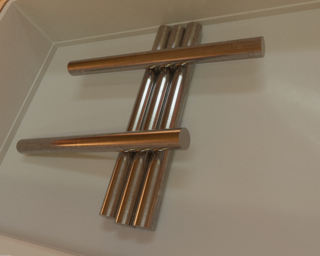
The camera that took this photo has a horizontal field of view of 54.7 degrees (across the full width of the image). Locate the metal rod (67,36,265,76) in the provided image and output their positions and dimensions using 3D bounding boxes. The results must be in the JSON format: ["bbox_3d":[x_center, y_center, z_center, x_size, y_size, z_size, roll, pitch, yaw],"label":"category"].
[{"bbox_3d":[-0.010,-0.097,0.437,0.300,0.025,0.025,0,62,28],"label":"metal rod"}]

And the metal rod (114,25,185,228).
[{"bbox_3d":[-0.006,-0.019,0.420,0.025,0.025,0.300,1,62,29],"label":"metal rod"}]

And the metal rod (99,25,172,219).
[{"bbox_3d":[-0.026,-0.024,0.434,0.025,0.025,0.300,1,62,28],"label":"metal rod"}]

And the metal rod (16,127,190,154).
[{"bbox_3d":[-0.097,0.021,0.420,0.300,0.025,0.025,-4,60,34],"label":"metal rod"}]

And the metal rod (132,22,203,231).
[{"bbox_3d":[0.017,-0.020,0.407,0.025,0.025,0.300,1,62,29],"label":"metal rod"}]
